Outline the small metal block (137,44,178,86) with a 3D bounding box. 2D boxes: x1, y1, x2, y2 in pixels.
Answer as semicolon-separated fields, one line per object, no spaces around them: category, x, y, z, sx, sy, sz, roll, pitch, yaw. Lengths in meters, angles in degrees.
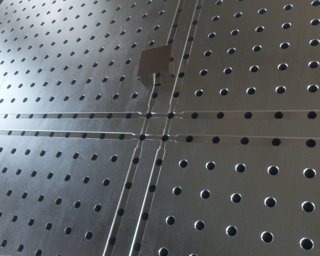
small metal block;-0.003;-0.094;0.466;0.050;0.025;0.050;-6;59;24
